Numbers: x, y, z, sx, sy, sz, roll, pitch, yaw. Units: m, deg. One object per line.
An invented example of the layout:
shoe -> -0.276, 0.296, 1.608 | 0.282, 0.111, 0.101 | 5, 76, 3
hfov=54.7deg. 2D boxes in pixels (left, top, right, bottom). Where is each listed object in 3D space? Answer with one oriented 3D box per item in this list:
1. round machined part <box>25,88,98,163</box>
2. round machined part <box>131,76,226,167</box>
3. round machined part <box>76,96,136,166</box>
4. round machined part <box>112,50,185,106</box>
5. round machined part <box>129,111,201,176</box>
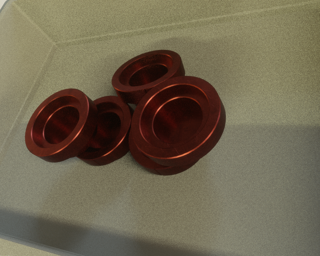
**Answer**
round machined part -> -0.122, 0.000, 0.403 | 0.098, 0.042, 0.098 | -13, 56, 21
round machined part -> 0.022, -0.004, 0.331 | 0.098, 0.042, 0.098 | -13, 56, 21
round machined part -> -0.073, 0.007, 0.427 | 0.098, 0.042, 0.098 | -13, 56, 21
round machined part -> -0.013, -0.063, 0.426 | 0.098, 0.042, 0.098 | -13, 39, 12
round machined part -> 0.015, 0.013, 0.378 | 0.098, 0.042, 0.098 | -13, 56, 21
